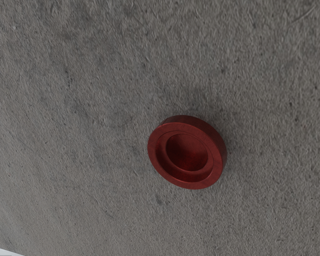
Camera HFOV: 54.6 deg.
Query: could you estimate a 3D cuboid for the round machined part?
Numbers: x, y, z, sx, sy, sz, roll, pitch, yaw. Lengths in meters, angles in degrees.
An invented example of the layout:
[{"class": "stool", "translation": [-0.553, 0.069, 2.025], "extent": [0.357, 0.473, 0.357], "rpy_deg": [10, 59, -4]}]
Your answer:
[{"class": "round machined part", "translation": [0.037, 0.026, 0.393], "extent": [0.098, 0.042, 0.097], "rpy_deg": [13, 124, 21]}]
